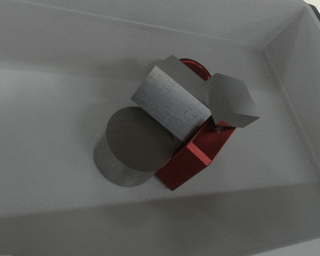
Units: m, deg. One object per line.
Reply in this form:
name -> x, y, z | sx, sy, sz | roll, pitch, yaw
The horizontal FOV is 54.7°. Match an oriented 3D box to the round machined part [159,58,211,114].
round machined part -> 0.039, -0.063, 0.453 | 0.099, 0.042, 0.098 | 14, 56, -21

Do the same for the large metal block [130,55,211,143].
large metal block -> 0.022, -0.039, 0.379 | 0.080, 0.050, 0.080 | 39, 26, -2

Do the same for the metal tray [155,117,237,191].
metal tray -> 0.057, 0.013, 0.386 | 0.030, 0.090, 0.131 | 44, 50, 2

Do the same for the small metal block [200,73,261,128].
small metal block -> 0.078, -0.029, 0.343 | 0.050, 0.025, 0.050 | 5, 58, -41

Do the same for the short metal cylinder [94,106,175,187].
short metal cylinder -> -0.031, 0.022, 0.358 | 0.081, 0.050, 0.080 | 14, 56, -21
